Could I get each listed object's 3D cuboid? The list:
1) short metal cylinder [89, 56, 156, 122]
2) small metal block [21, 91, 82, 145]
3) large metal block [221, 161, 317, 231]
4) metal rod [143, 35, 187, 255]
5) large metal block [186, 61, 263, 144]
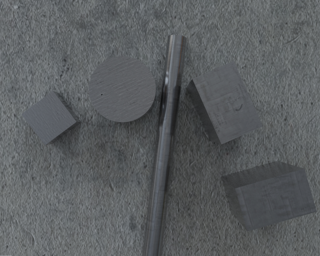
[{"bbox_3d":[-0.045,-0.047,0.397,0.081,0.050,0.080,0,90,0],"label":"short metal cylinder"},{"bbox_3d":[-0.142,-0.013,0.409,0.050,0.025,0.050,-37,90,0],"label":"small metal block"},{"bbox_3d":[0.129,0.080,0.384,0.080,0.080,0.050,-16,90,0],"label":"large metal block"},{"bbox_3d":[0.006,0.029,0.410,0.025,0.025,0.298,7,90,0],"label":"metal rod"},{"bbox_3d":[0.075,-0.028,0.383,0.050,0.080,0.080,-24,90,0],"label":"large metal block"}]
